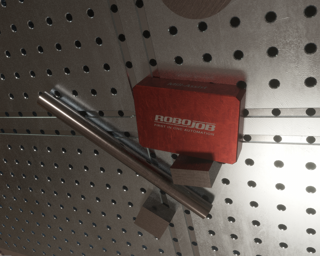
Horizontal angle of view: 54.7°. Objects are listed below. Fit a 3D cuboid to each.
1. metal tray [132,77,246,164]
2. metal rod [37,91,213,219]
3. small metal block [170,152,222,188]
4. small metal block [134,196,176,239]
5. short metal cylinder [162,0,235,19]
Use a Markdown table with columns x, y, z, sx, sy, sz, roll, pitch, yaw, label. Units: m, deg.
| x | y | z | sx | sy | sz | roll | pitch | yaw | label |
| --- | --- | --- | --- | --- | --- | --- | --- | --- | --- |
| 0.035 | -0.011 | 0.382 | 0.130 | 0.030 | 0.089 | 9 | 123 | 22 | metal tray |
| -0.055 | 0.038 | 0.461 | 0.301 | 0.025 | 0.025 | 34 | 129 | 5 | metal rod |
| 0.048 | 0.050 | 0.400 | 0.050 | 0.050 | 0.025 | 1 | 119 | 27 | small metal block |
| -0.009 | 0.146 | 0.505 | 0.050 | 0.025 | 0.050 | 30 | 128 | 8 | small metal block |
| 0.040 | -0.146 | 0.283 | 0.080 | 0.050 | 0.079 | 13 | 124 | 20 | short metal cylinder |
